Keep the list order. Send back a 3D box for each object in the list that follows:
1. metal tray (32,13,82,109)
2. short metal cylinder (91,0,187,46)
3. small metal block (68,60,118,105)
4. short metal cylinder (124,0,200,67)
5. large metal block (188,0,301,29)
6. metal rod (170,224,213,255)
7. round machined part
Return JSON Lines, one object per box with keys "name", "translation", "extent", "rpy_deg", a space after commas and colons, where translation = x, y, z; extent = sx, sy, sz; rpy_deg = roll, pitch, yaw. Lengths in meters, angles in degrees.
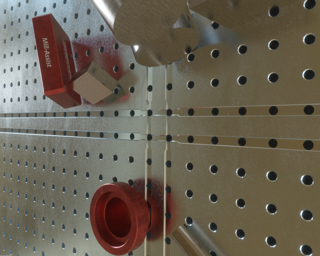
{"name": "metal tray", "translation": [-0.166, -0.105, 0.504], "extent": [0.030, 0.090, 0.129], "rpy_deg": [-13, 80, 0]}
{"name": "short metal cylinder", "translation": [-0.021, -0.126, 0.296], "extent": [0.080, 0.081, 0.050], "rpy_deg": [-44, 70, 31]}
{"name": "small metal block", "translation": [-0.103, -0.068, 0.475], "extent": [0.050, 0.050, 0.025], "rpy_deg": [-24, 40, 37]}
{"name": "short metal cylinder", "translation": [0.001, -0.116, 0.373], "extent": [0.080, 0.081, 0.050], "rpy_deg": [-29, 72, 36]}
{"name": "large metal block", "translation": [0.081, -0.146, 0.307], "extent": [0.080, 0.081, 0.050], "rpy_deg": [-12, 82, 39]}
{"name": "metal rod", "translation": [0.115, 0.220, 0.314], "extent": [0.300, 0.025, 0.025], "rpy_deg": [44, 117, 31]}
{"name": "round machined part", "translation": [-0.053, 0.125, 0.442], "extent": [0.098, 0.042, 0.097], "rpy_deg": [0, 90, 40]}
